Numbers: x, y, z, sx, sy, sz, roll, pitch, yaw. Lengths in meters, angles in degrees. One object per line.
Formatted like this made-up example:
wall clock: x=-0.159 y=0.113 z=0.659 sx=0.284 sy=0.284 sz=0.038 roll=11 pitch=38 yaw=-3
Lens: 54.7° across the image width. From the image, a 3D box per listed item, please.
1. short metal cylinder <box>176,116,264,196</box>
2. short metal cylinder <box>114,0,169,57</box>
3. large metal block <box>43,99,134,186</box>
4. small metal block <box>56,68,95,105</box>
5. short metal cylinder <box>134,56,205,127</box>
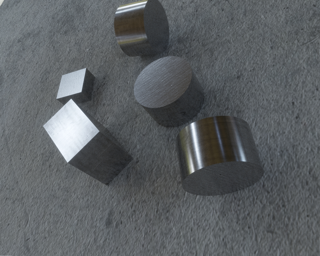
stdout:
short metal cylinder: x=0.059 y=0.031 z=0.319 sx=0.080 sy=0.080 sz=0.050 roll=-19 pitch=55 yaw=17
short metal cylinder: x=-0.026 y=-0.153 z=0.476 sx=0.050 sy=0.080 sz=0.080 roll=-1 pitch=62 yaw=28
large metal block: x=-0.093 y=0.019 z=0.405 sx=0.050 sy=0.080 sz=0.080 roll=-46 pitch=51 yaw=-3
small metal block: x=-0.141 y=-0.068 z=0.520 sx=0.050 sy=0.025 sz=0.050 roll=-12 pitch=57 yaw=22
short metal cylinder: x=0.013 y=-0.048 z=0.410 sx=0.080 sy=0.050 sz=0.080 roll=-13 pitch=56 yaw=21
